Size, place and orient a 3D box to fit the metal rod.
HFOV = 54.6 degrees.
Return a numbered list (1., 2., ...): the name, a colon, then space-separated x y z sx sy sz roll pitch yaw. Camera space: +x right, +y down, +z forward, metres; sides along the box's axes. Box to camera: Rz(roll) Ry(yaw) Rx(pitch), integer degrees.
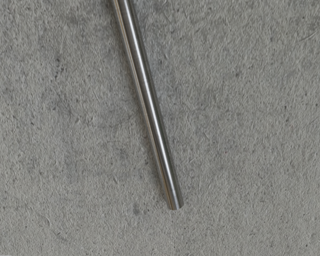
1. metal rod: -0.012 -0.024 0.400 0.025 0.025 0.298 -13 110 4
